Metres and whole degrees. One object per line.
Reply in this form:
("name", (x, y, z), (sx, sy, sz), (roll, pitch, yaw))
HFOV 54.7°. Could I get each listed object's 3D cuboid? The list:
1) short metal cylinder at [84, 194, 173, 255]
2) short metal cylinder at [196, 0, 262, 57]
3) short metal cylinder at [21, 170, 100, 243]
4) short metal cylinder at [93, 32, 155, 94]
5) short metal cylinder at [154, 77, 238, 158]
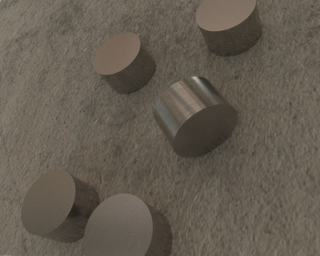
("short metal cylinder", (-0.033, 0.117, 0.332), (0.080, 0.050, 0.080), (-13, 56, 20))
("short metal cylinder", (0.096, -0.146, 0.427), (0.080, 0.050, 0.080), (-13, 56, 20))
("short metal cylinder", (-0.124, 0.099, 0.390), (0.080, 0.050, 0.080), (-13, 56, 20))
("short metal cylinder", (-0.054, -0.099, 0.475), (0.080, 0.050, 0.080), (-13, 56, 20))
("short metal cylinder", (0.040, -0.011, 0.354), (0.080, 0.080, 0.050), (-36, 52, 4))
